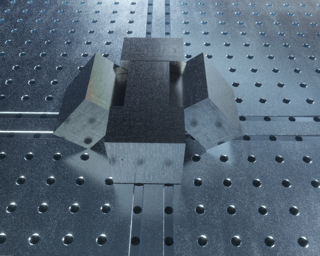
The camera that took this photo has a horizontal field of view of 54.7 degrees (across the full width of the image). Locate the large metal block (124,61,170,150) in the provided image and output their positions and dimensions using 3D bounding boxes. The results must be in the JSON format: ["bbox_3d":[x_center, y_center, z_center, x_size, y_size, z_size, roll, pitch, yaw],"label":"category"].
[{"bbox_3d":[-0.014,-0.028,0.394,0.050,0.080,0.080,1,50,0],"label":"large metal block"}]

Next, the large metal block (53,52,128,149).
[{"bbox_3d":[-0.085,-0.033,0.390,0.050,0.080,0.080,28,43,-29],"label":"large metal block"}]

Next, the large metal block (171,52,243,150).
[{"bbox_3d":[0.057,-0.033,0.389,0.050,0.080,0.080,-26,43,28],"label":"large metal block"}]

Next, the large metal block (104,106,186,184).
[{"bbox_3d":[-0.015,0.021,0.353,0.081,0.080,0.050,1,50,0],"label":"large metal block"}]

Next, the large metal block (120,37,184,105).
[{"bbox_3d":[-0.009,-0.079,0.436,0.081,0.080,0.050,1,50,0],"label":"large metal block"}]
